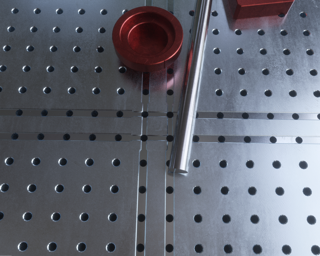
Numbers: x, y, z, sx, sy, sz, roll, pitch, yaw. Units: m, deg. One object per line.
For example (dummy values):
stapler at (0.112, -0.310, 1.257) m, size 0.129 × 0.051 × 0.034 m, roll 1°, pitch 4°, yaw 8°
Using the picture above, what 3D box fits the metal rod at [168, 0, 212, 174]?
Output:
metal rod at (0.048, -0.084, 0.442) m, size 0.025 × 0.025 × 0.299 m, roll 9°, pitch 70°, yaw 3°

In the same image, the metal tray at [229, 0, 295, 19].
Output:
metal tray at (0.152, -0.241, 0.498) m, size 0.091 × 0.030 × 0.130 m, roll -7°, pitch 70°, yaw -3°

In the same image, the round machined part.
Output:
round machined part at (-0.017, -0.123, 0.447) m, size 0.099 × 0.042 × 0.098 m, roll 0°, pitch 70°, yaw 0°
